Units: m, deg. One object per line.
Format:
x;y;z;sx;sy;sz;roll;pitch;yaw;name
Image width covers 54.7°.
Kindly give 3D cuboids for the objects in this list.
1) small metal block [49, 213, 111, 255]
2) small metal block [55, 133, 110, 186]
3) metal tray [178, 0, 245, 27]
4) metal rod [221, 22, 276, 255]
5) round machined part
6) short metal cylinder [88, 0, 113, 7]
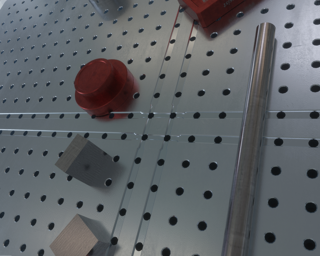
-0.097;0.141;0.373;0.050;0.025;0.050;34;81;38;small metal block
-0.104;0.043;0.420;0.025;0.050;0.050;25;75;37;small metal block
0.098;-0.228;0.493;0.130;0.030;0.090;-34;51;5;metal tray
0.105;0.000;0.353;0.025;0.025;0.300;1;62;29;metal rod
-0.095;-0.071;0.492;0.098;0.042;0.098;-13;56;21;round machined part
-0.125;-0.300;0.643;0.080;0.050;0.080;-13;56;21;short metal cylinder
